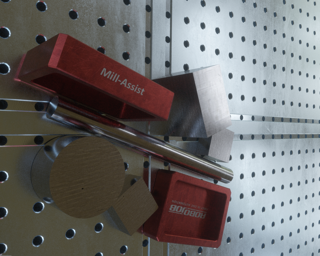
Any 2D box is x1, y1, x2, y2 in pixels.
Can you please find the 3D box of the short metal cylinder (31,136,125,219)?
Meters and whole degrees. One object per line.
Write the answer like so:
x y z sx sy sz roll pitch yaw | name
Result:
-0.084 0.048 0.321 0.081 0.050 0.080 0 90 -40 | short metal cylinder

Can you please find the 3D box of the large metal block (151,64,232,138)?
0.040 -0.034 0.408 0.050 0.080 0.080 -24 105 -38 | large metal block

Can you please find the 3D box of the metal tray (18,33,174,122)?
-0.062 -0.042 0.313 0.131 0.090 0.030 23 76 -38 | metal tray

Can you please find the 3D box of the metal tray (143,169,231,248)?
0.044 0.117 0.442 0.131 0.030 0.090 23 76 -38 | metal tray

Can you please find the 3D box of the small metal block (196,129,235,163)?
0.086 0.024 0.481 0.050 0.025 0.050 22 76 -38 | small metal block

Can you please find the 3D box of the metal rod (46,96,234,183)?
-0.001 0.028 0.408 0.302 0.025 0.025 24 75 -37 | metal rod

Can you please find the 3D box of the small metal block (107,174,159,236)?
-0.036 0.093 0.380 0.050 0.025 0.050 -40 114 -33 | small metal block
